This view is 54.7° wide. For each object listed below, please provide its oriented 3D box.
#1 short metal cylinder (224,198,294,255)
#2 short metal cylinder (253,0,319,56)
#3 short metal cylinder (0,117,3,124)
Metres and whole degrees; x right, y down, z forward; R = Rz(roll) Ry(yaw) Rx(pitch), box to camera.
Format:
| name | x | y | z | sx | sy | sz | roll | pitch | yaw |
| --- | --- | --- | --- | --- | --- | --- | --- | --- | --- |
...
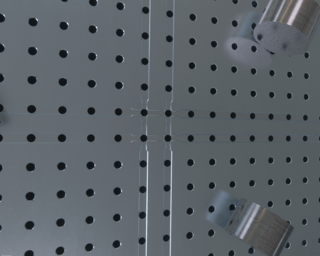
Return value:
| name | x | y | z | sx | sy | sz | roll | pitch | yaw |
| --- | --- | --- | --- | --- | --- | --- | --- | --- | --- |
| short metal cylinder | 0.138 | 0.142 | 0.434 | 0.080 | 0.080 | 0.050 | 36 | 79 | -17 |
| short metal cylinder | 0.185 | -0.149 | 0.451 | 0.080 | 0.080 | 0.050 | 30 | 80 | -18 |
| short metal cylinder | -0.208 | -0.013 | 0.306 | 0.081 | 0.080 | 0.050 | -23 | 98 | -19 |
